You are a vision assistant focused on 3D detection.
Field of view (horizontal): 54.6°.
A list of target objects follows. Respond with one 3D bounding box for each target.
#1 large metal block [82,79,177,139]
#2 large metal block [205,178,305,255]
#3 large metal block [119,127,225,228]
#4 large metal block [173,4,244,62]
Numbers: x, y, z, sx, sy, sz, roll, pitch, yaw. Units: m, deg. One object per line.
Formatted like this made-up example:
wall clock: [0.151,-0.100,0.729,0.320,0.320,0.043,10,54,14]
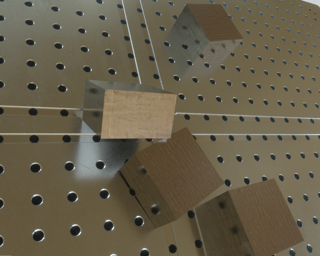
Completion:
large metal block: [-0.038,-0.023,0.358,0.081,0.080,0.050,1,104,-28]
large metal block: [0.115,0.115,0.383,0.081,0.050,0.080,-6,65,-31]
large metal block: [0.014,0.056,0.362,0.081,0.050,0.080,-26,79,-37]
large metal block: [0.083,-0.166,0.537,0.081,0.050,0.080,-15,69,-34]
